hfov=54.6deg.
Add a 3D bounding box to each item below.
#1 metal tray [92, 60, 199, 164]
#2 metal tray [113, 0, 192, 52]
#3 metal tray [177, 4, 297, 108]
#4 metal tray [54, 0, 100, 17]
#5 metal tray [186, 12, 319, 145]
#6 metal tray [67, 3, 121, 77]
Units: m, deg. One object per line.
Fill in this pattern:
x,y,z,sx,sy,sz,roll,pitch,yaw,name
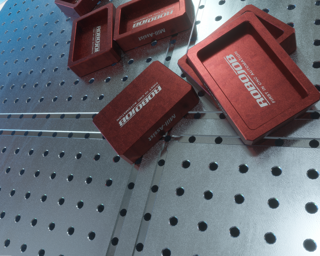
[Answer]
-0.022,-0.025,0.433,0.130,0.030,0.090,-44,51,-2,metal tray
-0.014,-0.191,0.530,0.130,0.030,0.090,-14,56,20,metal tray
0.099,-0.098,0.413,0.130,0.030,0.090,-39,51,2,metal tray
-0.159,-0.303,0.675,0.090,0.030,0.130,30,78,37,metal tray
0.102,-0.057,0.355,0.090,0.030,0.130,-33,73,4,metal tray
-0.119,-0.163,0.568,0.090,0.030,0.130,-17,55,18,metal tray
